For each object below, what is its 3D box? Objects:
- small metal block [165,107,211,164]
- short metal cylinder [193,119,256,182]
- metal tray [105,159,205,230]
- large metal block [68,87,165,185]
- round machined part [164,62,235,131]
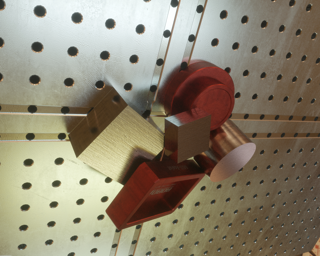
[{"bbox_3d":[0.033,0.008,0.374,0.050,0.025,0.050,-20,124,-31],"label":"small metal block"},{"bbox_3d":[0.091,0.033,0.450,0.081,0.050,0.080,-25,145,-19],"label":"short metal cylinder"},{"bbox_3d":[-0.001,0.087,0.424,0.090,0.030,0.131,-54,151,19],"label":"metal tray"},{"bbox_3d":[-0.049,0.012,0.376,0.080,0.050,0.080,-46,129,4],"label":"large metal block"},{"bbox_3d":[0.059,-0.034,0.411,0.099,0.042,0.097,-14,124,-21],"label":"round machined part"}]
